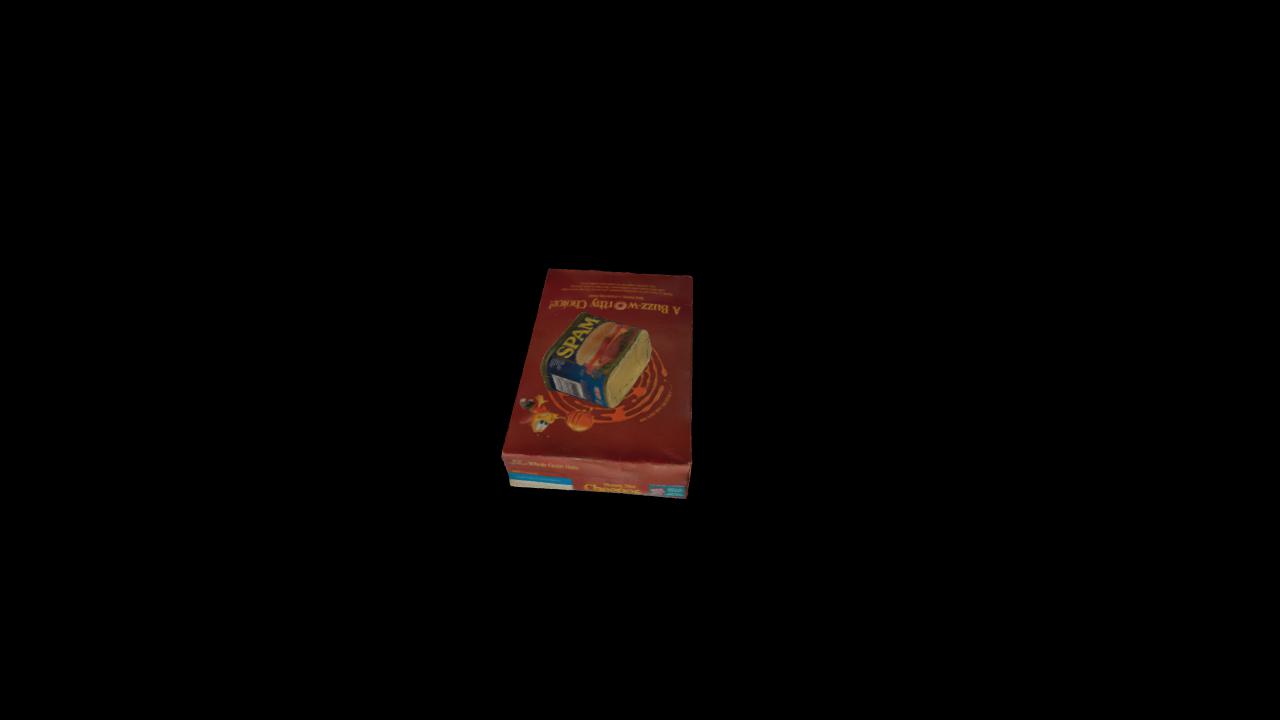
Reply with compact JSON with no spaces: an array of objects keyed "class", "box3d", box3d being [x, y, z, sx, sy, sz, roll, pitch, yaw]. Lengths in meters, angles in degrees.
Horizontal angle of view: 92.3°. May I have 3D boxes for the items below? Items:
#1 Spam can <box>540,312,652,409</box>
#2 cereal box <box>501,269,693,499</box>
[{"class":"Spam can","box3d":[-0.047,0.000,0.690,0.085,0.058,0.101,17,51,25]},{"class":"cereal box","box3d":[-0.037,0.016,0.759,0.203,0.306,0.081,3,-40,2]}]
